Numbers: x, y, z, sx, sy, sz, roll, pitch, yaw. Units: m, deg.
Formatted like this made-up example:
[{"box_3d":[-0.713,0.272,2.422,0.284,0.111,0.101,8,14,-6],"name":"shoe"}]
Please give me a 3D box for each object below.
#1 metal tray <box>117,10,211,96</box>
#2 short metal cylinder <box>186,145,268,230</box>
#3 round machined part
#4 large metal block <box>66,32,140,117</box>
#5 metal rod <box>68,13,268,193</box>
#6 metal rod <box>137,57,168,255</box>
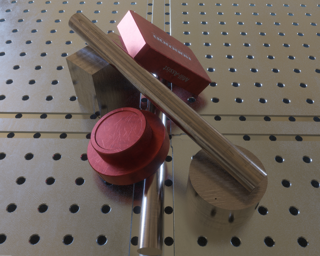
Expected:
[{"box_3d":[0.008,-0.104,0.441,0.131,0.030,0.090,20,35,-41],"name":"metal tray"},{"box_3d":[0.070,0.063,0.340,0.081,0.050,0.080,0,50,0],"name":"short metal cylinder"},{"box_3d":[-0.041,0.014,0.364,0.098,0.042,0.098,-11,49,13],"name":"round machined part"},{"box_3d":[-0.075,-0.074,0.434,0.050,0.080,0.080,34,58,25],"name":"large metal block"},{"box_3d":[-0.007,-0.043,0.352,0.025,0.025,0.300,-36,67,-26],"name":"metal rod"},{"box_3d":[-0.004,0.007,0.401,0.025,0.025,0.300,2,50,1],"name":"metal rod"}]
